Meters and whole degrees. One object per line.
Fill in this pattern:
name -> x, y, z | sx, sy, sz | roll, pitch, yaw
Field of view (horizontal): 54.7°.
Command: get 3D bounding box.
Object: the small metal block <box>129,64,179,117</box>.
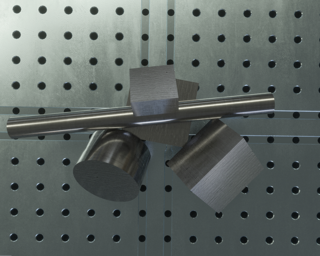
small metal block -> -0.007, -0.042, 0.348 | 0.050, 0.025, 0.050 | -6, 55, 0

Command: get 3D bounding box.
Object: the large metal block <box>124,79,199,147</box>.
large metal block -> 0.000, -0.023, 0.397 | 0.080, 0.050, 0.080 | 11, 90, 0

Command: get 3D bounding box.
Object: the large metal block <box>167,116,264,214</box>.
large metal block -> 0.069, 0.046, 0.376 | 0.080, 0.050, 0.080 | -45, 134, 0

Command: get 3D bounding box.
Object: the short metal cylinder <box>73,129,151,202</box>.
short metal cylinder -> -0.057, 0.046, 0.376 | 0.080, 0.079, 0.050 | 19, 47, 0

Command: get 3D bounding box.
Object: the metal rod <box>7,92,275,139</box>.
metal rod -> -0.021, -0.014, 0.360 | 0.302, 0.025, 0.025 | -6, 90, 0
